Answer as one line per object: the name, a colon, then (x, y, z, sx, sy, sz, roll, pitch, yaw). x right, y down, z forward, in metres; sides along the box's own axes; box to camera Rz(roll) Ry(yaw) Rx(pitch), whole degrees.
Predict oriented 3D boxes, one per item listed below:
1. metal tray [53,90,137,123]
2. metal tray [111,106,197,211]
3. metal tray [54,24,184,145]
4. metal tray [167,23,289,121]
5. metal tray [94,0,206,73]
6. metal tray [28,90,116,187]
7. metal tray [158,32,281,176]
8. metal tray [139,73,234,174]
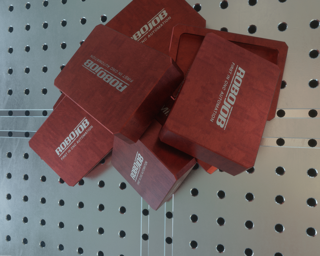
metal tray: (-0.082, -0.049, 0.439, 0.090, 0.030, 0.130, 41, 102, 15)
metal tray: (-0.015, 0.041, 0.369, 0.030, 0.129, 0.090, -38, 75, -27)
metal tray: (-0.049, -0.052, 0.334, 0.130, 0.030, 0.090, 35, 87, 36)
metal tray: (0.072, -0.063, 0.361, 0.131, 0.030, 0.090, 10, 93, -1)
metal tray: (-0.017, -0.114, 0.396, 0.130, 0.030, 0.090, -42, 79, 0)
metal tray: (-0.111, 0.010, 0.426, 0.090, 0.030, 0.130, 46, 116, -2)
metal tray: (0.065, -0.028, 0.320, 0.090, 0.030, 0.130, 26, 63, -3)
metal tray: (0.033, -0.008, 0.368, 0.130, 0.090, 0.030, 46, 105, 15)
